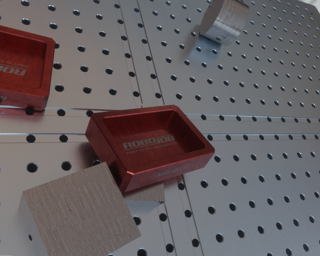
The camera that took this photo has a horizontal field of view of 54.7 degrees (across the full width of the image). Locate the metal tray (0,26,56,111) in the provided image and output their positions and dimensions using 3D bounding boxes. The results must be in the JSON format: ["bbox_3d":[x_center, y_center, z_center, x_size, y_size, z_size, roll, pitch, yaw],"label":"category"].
[{"bbox_3d":[-0.191,-0.074,0.347,0.131,0.030,0.090,9,58,-24],"label":"metal tray"}]

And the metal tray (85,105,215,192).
[{"bbox_3d":[-0.009,0.017,0.365,0.131,0.030,0.090,-9,50,-40],"label":"metal tray"}]

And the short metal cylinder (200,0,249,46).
[{"bbox_3d":[0.114,-0.195,0.555,0.050,0.080,0.080,21,54,-16],"label":"short metal cylinder"}]

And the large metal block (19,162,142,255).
[{"bbox_3d":[-0.078,0.089,0.297,0.081,0.050,0.080,-18,72,-35],"label":"large metal block"}]

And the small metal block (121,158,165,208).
[{"bbox_3d":[-0.024,0.063,0.358,0.050,0.025,0.050,9,58,-24],"label":"small metal block"}]
